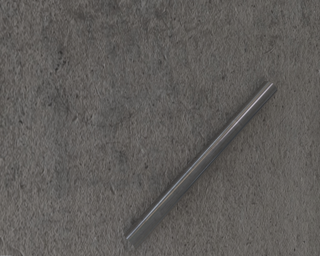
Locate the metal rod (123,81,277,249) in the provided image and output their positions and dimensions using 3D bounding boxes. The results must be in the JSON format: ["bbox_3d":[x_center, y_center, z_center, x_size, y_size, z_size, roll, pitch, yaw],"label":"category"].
[{"bbox_3d":[0.065,0.042,0.433,0.301,0.025,0.025,-45,104,-15],"label":"metal rod"}]
